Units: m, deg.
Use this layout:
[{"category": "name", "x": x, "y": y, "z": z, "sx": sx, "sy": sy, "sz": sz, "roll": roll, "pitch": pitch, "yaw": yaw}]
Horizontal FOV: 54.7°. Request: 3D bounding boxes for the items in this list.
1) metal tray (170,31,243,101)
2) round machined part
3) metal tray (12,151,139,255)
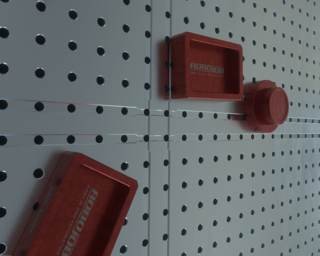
[{"category": "metal tray", "x": 0.074, "y": -0.087, "z": 0.467, "sx": 0.131, "sy": 0.030, "sz": 0.089, "roll": -2, "pitch": 91, "yaw": -40}, {"category": "round machined part", "x": 0.199, "y": -0.039, "z": 0.565, "sx": 0.099, "sy": 0.042, "sz": 0.097, "roll": 0, "pitch": 90, "yaw": -40}, {"category": "metal tray", "x": -0.087, "y": 0.101, "z": 0.333, "sx": 0.090, "sy": 0.030, "sz": 0.130, "roll": 34, "pitch": 69, "yaw": -35}]
